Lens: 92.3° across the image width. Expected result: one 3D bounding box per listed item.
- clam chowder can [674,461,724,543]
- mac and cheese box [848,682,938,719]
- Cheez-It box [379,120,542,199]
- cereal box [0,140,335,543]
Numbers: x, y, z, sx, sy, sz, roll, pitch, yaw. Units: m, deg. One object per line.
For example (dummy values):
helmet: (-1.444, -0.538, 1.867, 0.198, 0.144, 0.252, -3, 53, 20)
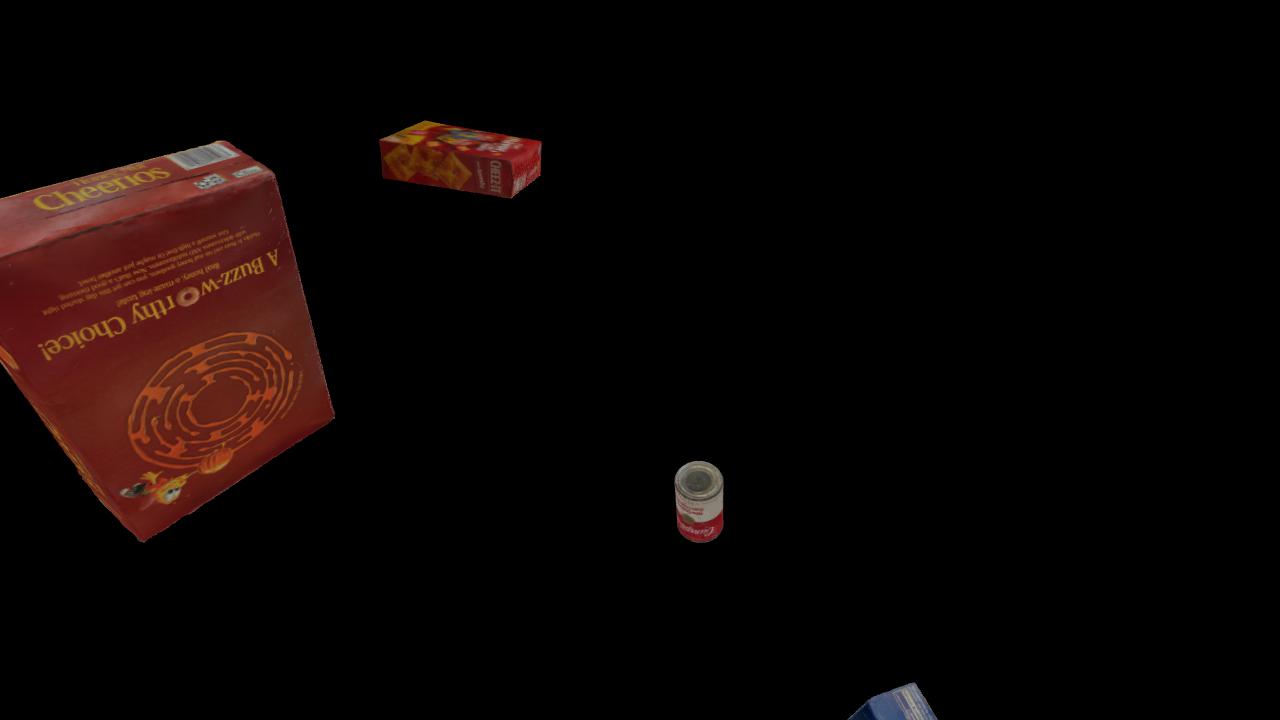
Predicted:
clam chowder can: (0.083, 0.197, 0.857, 0.068, 0.102, 0.068, -3, 40, 3)
mac and cheese box: (0.153, 0.291, 0.395, 0.041, 0.184, 0.093, -11, 47, -19)
Cheez-It box: (-0.295, -0.342, 1.042, 0.223, 0.071, 0.166, 10, 32, 4)
cereal box: (-0.394, -0.007, 0.528, 0.081, 0.306, 0.203, 31, 45, 17)
